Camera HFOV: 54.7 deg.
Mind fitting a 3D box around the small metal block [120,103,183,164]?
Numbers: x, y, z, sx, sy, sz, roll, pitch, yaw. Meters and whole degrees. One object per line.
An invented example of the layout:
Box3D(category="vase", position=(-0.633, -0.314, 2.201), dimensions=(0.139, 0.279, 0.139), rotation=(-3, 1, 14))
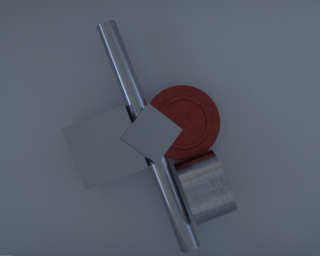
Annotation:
Box3D(category="small metal block", position=(-0.011, 0.007, 0.361), dimensions=(0.050, 0.025, 0.050), rotation=(38, 78, -7))

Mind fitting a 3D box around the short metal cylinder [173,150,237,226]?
Box3D(category="short metal cylinder", position=(0.054, 0.073, 0.383), dimensions=(0.050, 0.080, 0.080), rotation=(-21, 90, 0))

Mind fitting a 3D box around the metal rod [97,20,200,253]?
Box3D(category="metal rod", position=(-0.015, 0.011, 0.389), dimensions=(0.025, 0.025, 0.299), rotation=(-21, 90, 0))

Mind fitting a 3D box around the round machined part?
Box3D(category="round machined part", position=(0.029, -0.007, 0.401), dimensions=(0.099, 0.042, 0.097), rotation=(0, 90, -1))

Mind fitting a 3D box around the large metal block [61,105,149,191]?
Box3D(category="large metal block", position=(-0.066, 0.024, 0.394), dimensions=(0.080, 0.050, 0.080), rotation=(-20, 90, -1))
